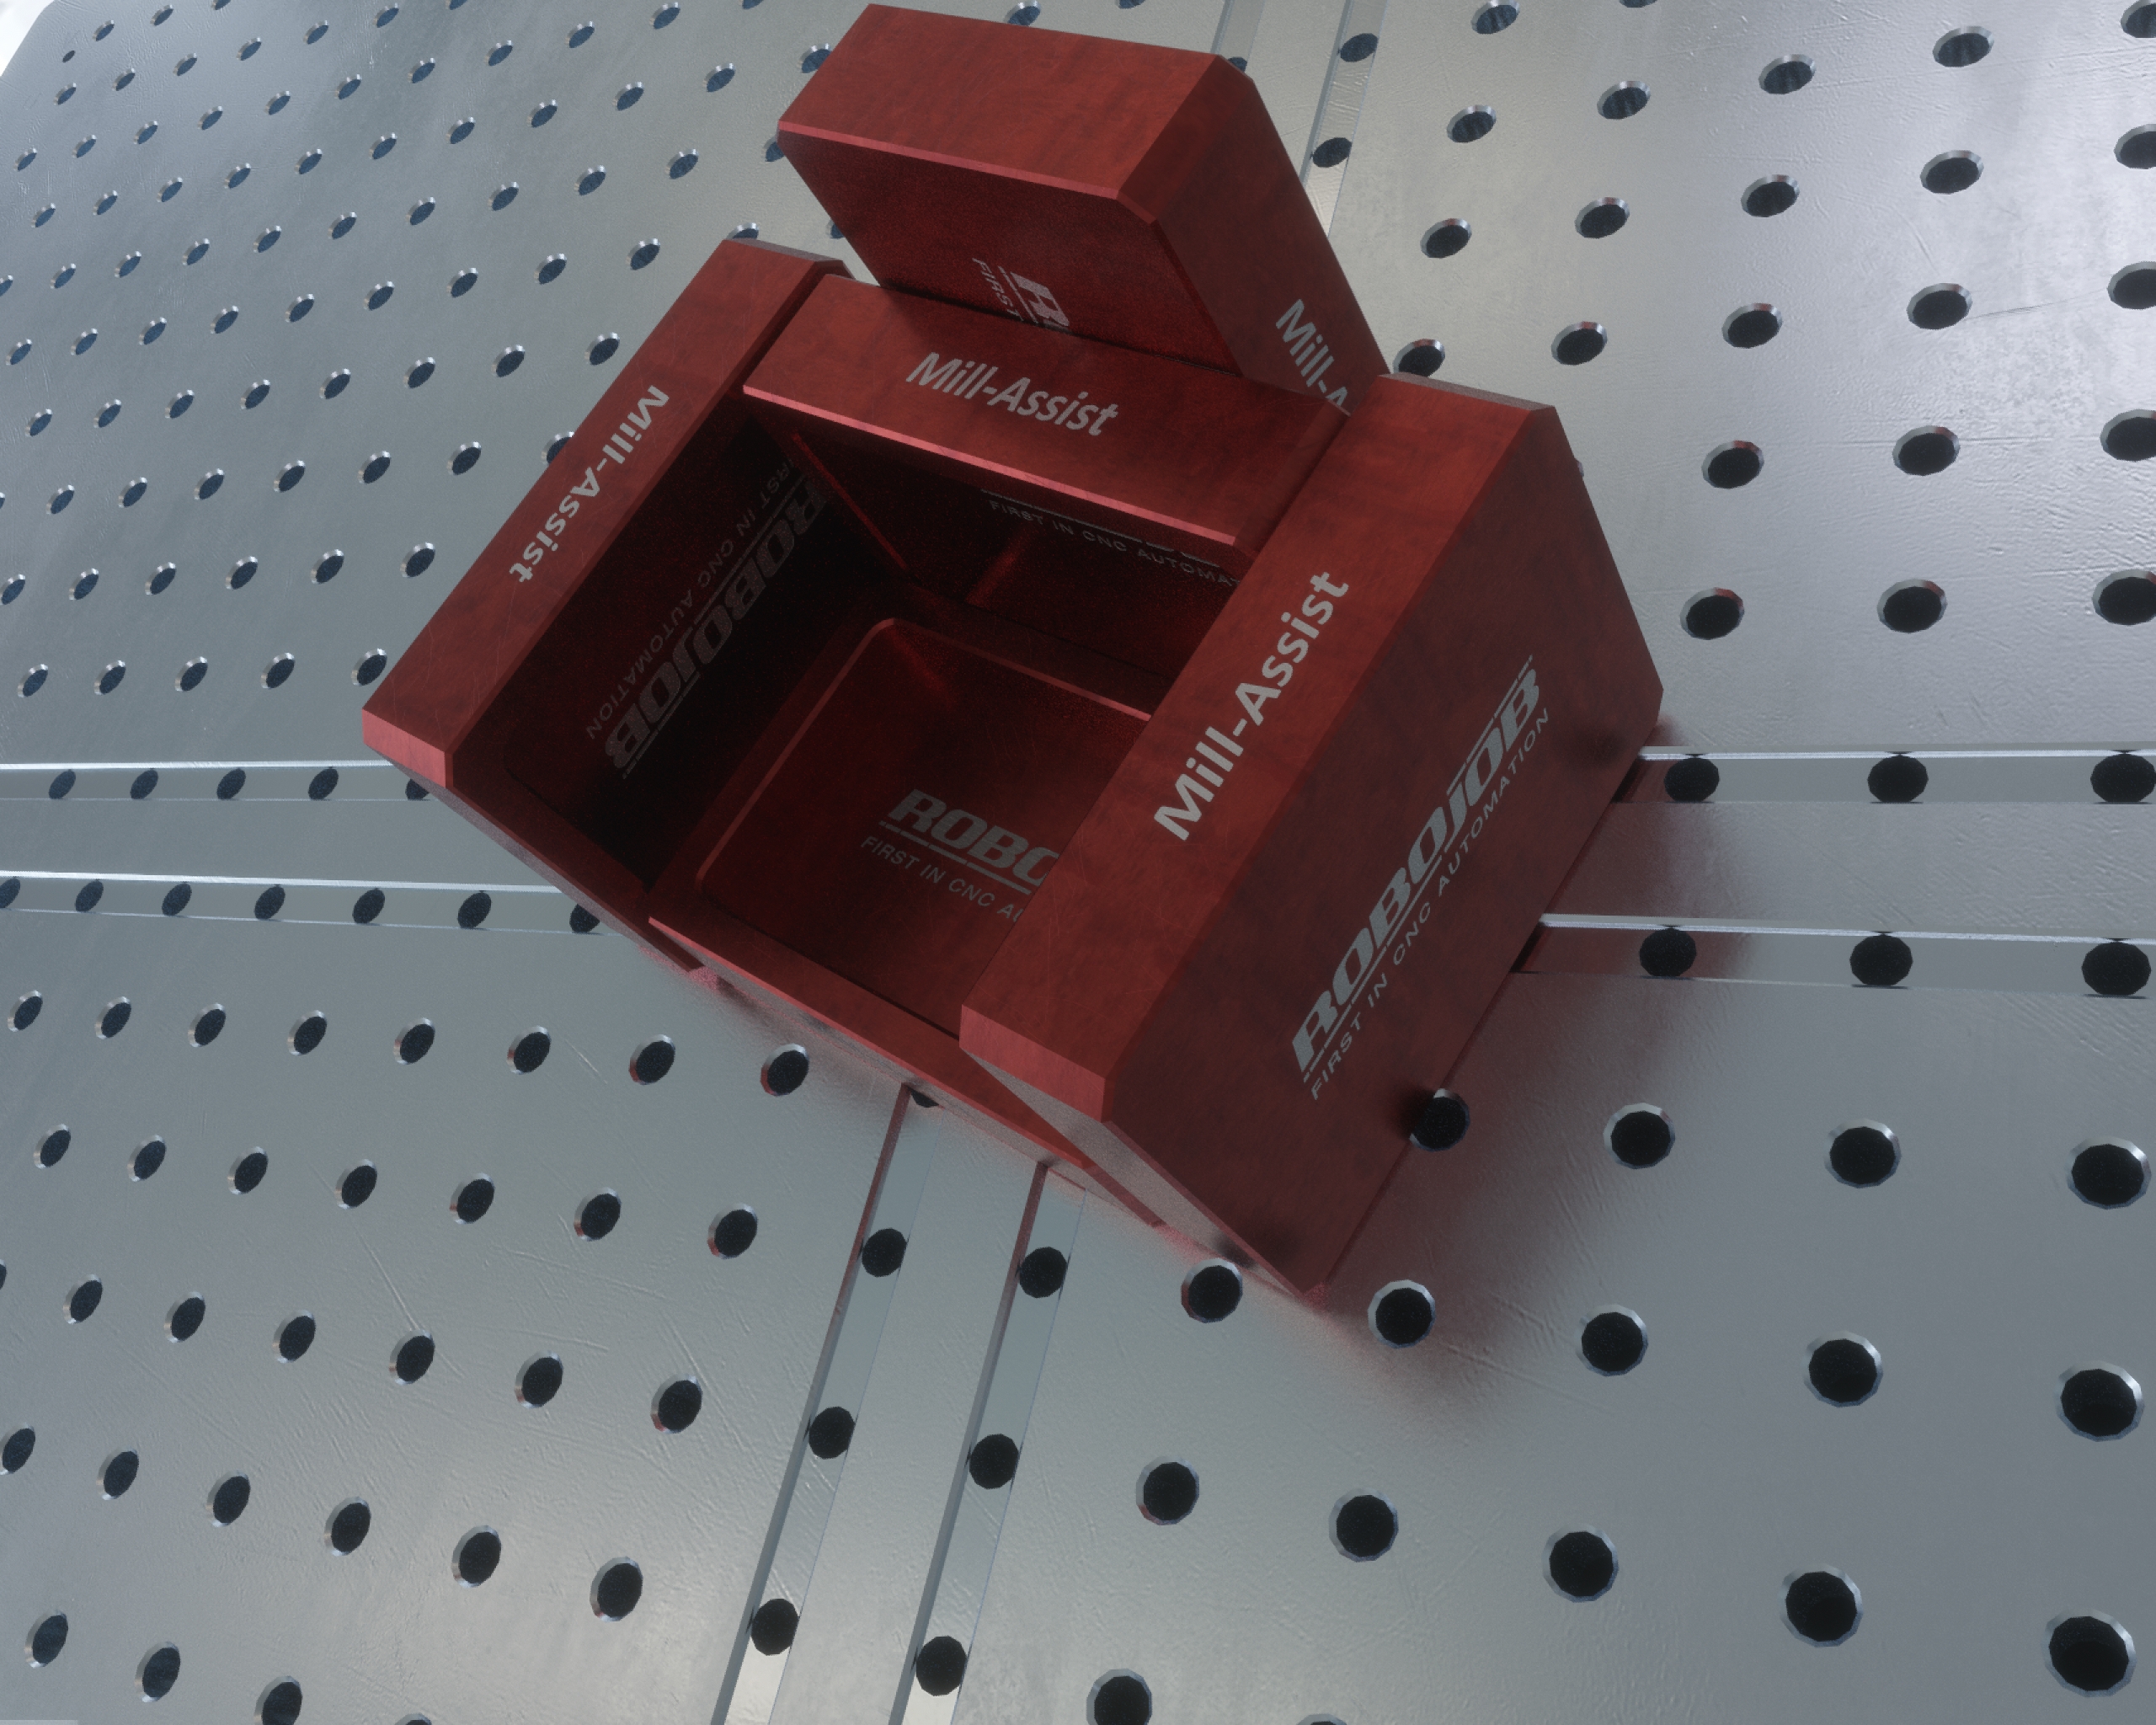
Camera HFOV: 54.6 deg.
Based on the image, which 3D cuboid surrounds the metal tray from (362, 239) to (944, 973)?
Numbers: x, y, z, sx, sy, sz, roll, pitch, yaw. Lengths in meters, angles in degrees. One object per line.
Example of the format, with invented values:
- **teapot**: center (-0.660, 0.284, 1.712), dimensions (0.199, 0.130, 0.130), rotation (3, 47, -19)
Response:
- **metal tray**: center (-0.076, -0.053, 0.439), dimensions (0.030, 0.090, 0.130), rotation (24, 75, 36)

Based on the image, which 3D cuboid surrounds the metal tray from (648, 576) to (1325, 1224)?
- **metal tray**: center (-0.013, 0.002, 0.411), dimensions (0.130, 0.030, 0.090), rotation (24, 75, 36)

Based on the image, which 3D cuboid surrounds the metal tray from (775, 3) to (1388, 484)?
- **metal tray**: center (0.012, -0.097, 0.394), dimensions (0.090, 0.130, 0.030), rotation (25, 76, 36)

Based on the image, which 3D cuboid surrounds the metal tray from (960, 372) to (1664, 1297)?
- **metal tray**: center (0.045, -0.003, 0.344), dimensions (0.030, 0.090, 0.130), rotation (24, 75, 36)

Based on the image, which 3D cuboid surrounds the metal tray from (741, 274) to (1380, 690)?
- **metal tray**: center (0.007, -0.062, 0.401), dimensions (0.130, 0.090, 0.030), rotation (24, 76, 36)
